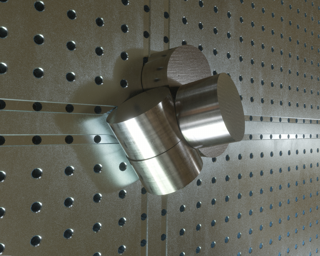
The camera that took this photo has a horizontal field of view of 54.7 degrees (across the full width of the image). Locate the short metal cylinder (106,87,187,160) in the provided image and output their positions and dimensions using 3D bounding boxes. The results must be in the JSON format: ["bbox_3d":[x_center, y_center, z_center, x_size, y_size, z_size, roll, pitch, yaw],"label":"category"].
[{"bbox_3d":[-0.015,-0.006,0.363,0.080,0.080,0.050,-41,116,-32],"label":"short metal cylinder"}]

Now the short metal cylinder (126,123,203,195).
[{"bbox_3d":[0.006,0.036,0.380,0.080,0.080,0.050,-41,116,-32],"label":"short metal cylinder"}]

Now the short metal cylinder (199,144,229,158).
[{"bbox_3d":[0.057,0.001,0.442,0.081,0.050,0.079,0,90,-40],"label":"short metal cylinder"}]

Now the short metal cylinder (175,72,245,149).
[{"bbox_3d":[0.060,-0.019,0.362,0.080,0.050,0.080,28,55,-51],"label":"short metal cylinder"}]

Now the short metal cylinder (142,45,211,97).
[{"bbox_3d":[0.023,-0.066,0.413,0.081,0.050,0.079,0,90,-40],"label":"short metal cylinder"}]
